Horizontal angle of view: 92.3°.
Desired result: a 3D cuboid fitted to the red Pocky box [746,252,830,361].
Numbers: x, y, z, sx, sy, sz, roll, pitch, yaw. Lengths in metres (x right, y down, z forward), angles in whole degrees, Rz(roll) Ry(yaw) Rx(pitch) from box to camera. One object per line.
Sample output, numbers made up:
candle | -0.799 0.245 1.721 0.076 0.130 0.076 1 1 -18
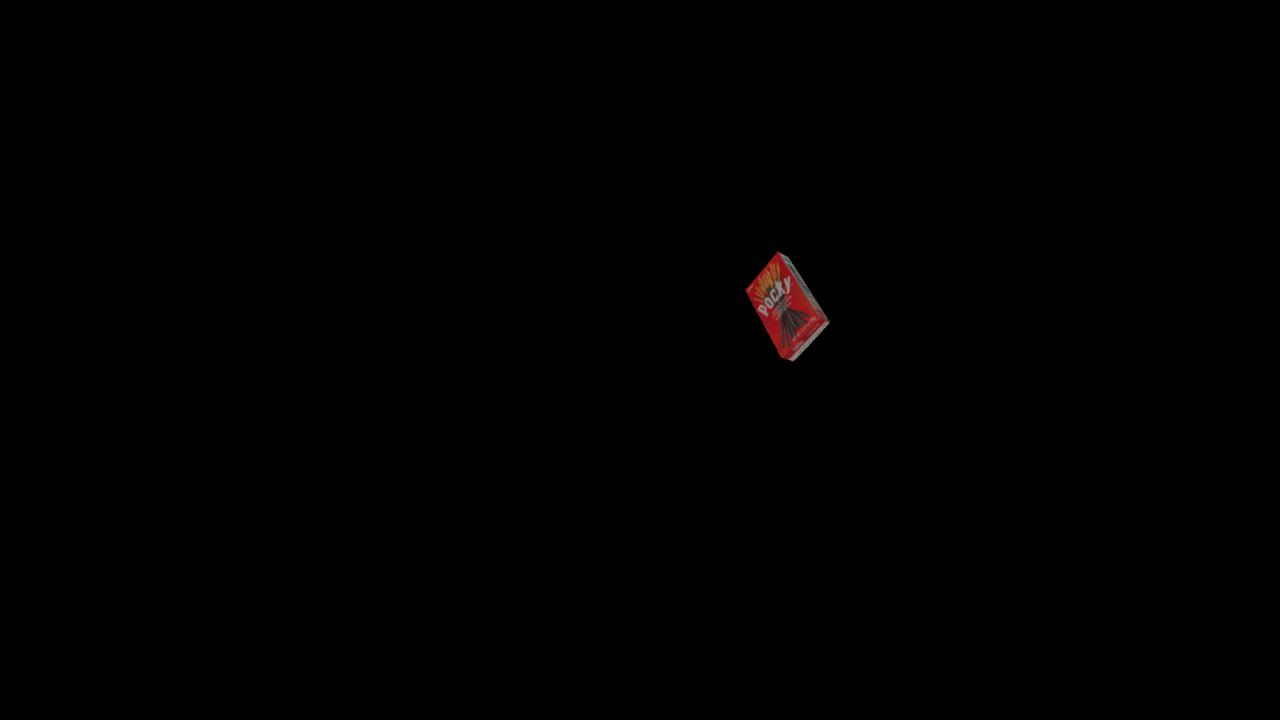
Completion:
red Pocky box | 0.210 -0.080 0.894 0.028 0.155 0.083 14 -51 -29
